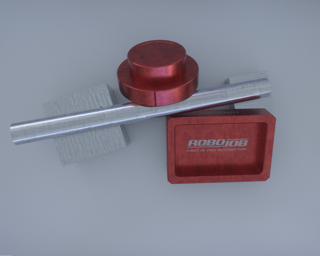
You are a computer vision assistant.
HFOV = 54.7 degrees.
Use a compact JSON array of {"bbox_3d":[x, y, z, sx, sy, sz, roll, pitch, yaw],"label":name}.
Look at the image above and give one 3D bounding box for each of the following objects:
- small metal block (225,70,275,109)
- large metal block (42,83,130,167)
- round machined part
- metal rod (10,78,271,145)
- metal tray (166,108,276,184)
[{"bbox_3d":[0.118,-0.045,0.411,0.050,0.025,0.050,-11,90,-1],"label":"small metal block"},{"bbox_3d":[-0.091,-0.004,0.395,0.080,0.050,0.080,-18,90,-1],"label":"large metal block"},{"bbox_3d":[-0.003,-0.072,0.371,0.099,0.098,0.042,-4,131,-1],"label":"round machined part"},{"bbox_3d":[-0.015,-0.022,0.365,0.302,0.025,0.025,-11,90,-8],"label":"metal rod"},{"bbox_3d":[0.074,0.023,0.394,0.131,0.030,0.089,-2,110,-1],"label":"metal tray"}]
